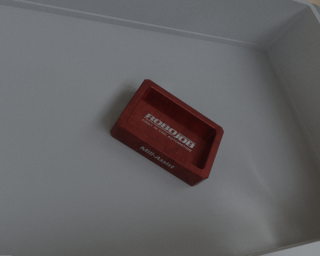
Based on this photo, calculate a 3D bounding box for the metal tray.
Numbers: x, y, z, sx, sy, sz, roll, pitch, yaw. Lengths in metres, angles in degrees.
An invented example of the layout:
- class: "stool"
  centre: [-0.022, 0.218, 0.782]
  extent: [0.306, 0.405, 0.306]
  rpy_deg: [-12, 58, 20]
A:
- class: "metal tray"
  centre: [0.013, 0.005, 0.406]
  extent: [0.130, 0.030, 0.090]
  rpy_deg: [33, 51, -7]
